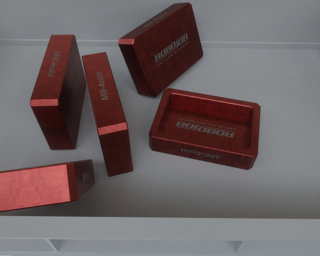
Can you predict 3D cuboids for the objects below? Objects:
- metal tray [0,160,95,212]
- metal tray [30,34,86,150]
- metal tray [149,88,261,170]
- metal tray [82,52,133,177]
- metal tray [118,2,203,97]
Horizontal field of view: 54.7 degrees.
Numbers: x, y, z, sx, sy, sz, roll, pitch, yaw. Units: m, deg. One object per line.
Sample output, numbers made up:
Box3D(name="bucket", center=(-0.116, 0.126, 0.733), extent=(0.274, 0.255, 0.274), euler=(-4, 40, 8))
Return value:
Box3D(name="metal tray", center=(-0.116, 0.052, 0.296), extent=(0.091, 0.130, 0.030), euler=(-7, 86, -6))
Box3D(name="metal tray", center=(-0.125, -0.048, 0.401), extent=(0.030, 0.089, 0.130), euler=(-2, 50, -2))
Box3D(name="metal tray", center=(0.060, -0.002, 0.404), extent=(0.131, 0.030, 0.090), euler=(11, 51, 8))
Box3D(name="metal tray", center=(-0.064, -0.018, 0.377), extent=(0.030, 0.089, 0.130), euler=(-13, 51, -11))
Box3D(name="metal tray", center=(0.007, -0.117, 0.458), extent=(0.030, 0.090, 0.131), euler=(15, 48, 42))
